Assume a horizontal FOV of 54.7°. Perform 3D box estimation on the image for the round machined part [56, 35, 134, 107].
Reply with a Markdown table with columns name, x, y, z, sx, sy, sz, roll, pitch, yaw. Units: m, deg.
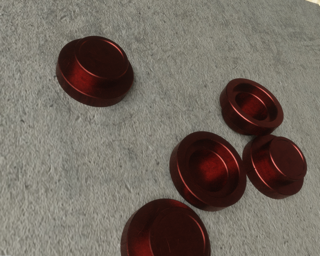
| name | x | y | z | sx | sy | sz | roll | pitch | yaw |
| --- | --- | --- | --- | --- | --- | --- | --- | --- | --- |
| round machined part | -0.080 | -0.079 | 0.398 | 0.099 | 0.042 | 0.098 | 14 | 56 | -21 |

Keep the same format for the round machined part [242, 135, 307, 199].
| name | x | y | z | sx | sy | sz | roll | pitch | yaw |
| --- | --- | --- | --- | --- | --- | --- | --- | --- | --- |
| round machined part | 0.174 | 0.051 | 0.455 | 0.099 | 0.042 | 0.098 | 13 | 56 | -21 |

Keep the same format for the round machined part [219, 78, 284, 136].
| name | x | y | z | sx | sy | sz | roll | pitch | yaw |
| --- | --- | --- | --- | --- | --- | --- | --- | --- | --- |
| round machined part | 0.135 | -0.027 | 0.476 | 0.099 | 0.042 | 0.098 | 13 | 49 | -16 |

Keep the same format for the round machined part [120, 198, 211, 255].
| name | x | y | z | sx | sy | sz | roll | pitch | yaw |
| --- | --- | --- | --- | --- | --- | --- | --- | --- | --- |
| round machined part | 0.012 | 0.121 | 0.325 | 0.099 | 0.042 | 0.098 | 14 | 56 | -21 |

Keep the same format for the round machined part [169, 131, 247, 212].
| name | x | y | z | sx | sy | sz | roll | pitch | yaw |
| --- | --- | --- | --- | --- | --- | --- | --- | --- | --- |
| round machined part | 0.055 | 0.056 | 0.388 | 0.099 | 0.042 | 0.098 | 14 | 56 | -21 |
